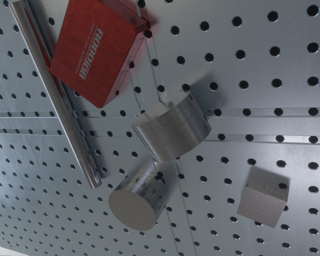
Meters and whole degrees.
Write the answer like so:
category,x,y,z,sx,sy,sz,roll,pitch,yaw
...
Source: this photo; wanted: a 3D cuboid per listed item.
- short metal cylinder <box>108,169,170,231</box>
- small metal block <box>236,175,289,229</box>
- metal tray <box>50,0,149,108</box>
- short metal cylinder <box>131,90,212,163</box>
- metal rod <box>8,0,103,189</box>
category,x,y,z,sx,sy,sz,roll,pitch,yaw
short metal cylinder,-0.032,0.112,0.481,0.080,0.050,0.079,13,124,21
small metal block,0.132,0.095,0.400,0.050,0.025,0.050,19,126,17
metal tray,-0.081,-0.098,0.390,0.090,0.030,0.129,37,129,3
short metal cylinder,0.014,-0.003,0.367,0.080,0.080,0.050,-22,106,36
metal rod,-0.148,-0.035,0.467,0.025,0.025,0.298,-2,118,29
